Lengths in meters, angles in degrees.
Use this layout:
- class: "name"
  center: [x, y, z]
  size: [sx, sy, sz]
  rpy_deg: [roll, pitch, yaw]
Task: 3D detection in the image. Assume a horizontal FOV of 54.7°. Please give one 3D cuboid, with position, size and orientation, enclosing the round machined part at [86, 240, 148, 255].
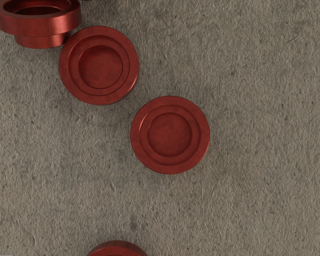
- class: "round machined part"
  center: [-0.056, 0.194, 0.401]
  size: [0.099, 0.042, 0.097]
  rpy_deg: [0, 90, 0]

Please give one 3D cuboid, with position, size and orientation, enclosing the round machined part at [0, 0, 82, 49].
- class: "round machined part"
  center: [-0.147, -0.131, 0.382]
  size: [0.099, 0.098, 0.042]
  rpy_deg: [4, 128, 0]

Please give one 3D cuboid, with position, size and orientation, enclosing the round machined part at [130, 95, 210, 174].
- class: "round machined part"
  center: [0.012, 0.008, 0.401]
  size: [0.099, 0.042, 0.097]
  rpy_deg: [0, 90, 0]

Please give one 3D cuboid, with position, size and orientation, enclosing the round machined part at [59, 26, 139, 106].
- class: "round machined part"
  center: [-0.075, -0.077, 0.401]
  size: [0.099, 0.042, 0.097]
  rpy_deg: [0, 90, 0]
